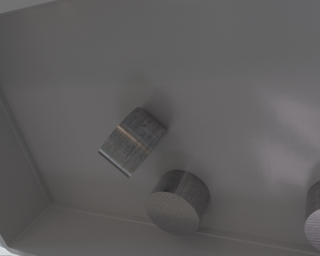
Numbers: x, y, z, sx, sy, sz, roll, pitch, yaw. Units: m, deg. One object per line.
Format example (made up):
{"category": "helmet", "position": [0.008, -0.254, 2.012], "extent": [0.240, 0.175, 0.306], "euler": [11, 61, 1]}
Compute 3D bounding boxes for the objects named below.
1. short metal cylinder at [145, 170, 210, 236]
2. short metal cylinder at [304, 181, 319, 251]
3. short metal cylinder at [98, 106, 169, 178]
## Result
{"category": "short metal cylinder", "position": [0.026, 0.107, 0.445], "extent": [0.080, 0.050, 0.079], "euler": [13, 124, 21]}
{"category": "short metal cylinder", "position": [0.207, 0.101, 0.346], "extent": [0.080, 0.050, 0.079], "euler": [13, 124, 21]}
{"category": "short metal cylinder", "position": [-0.034, 0.018, 0.402], "extent": [0.050, 0.080, 0.080], "euler": [41, 129, 1]}
